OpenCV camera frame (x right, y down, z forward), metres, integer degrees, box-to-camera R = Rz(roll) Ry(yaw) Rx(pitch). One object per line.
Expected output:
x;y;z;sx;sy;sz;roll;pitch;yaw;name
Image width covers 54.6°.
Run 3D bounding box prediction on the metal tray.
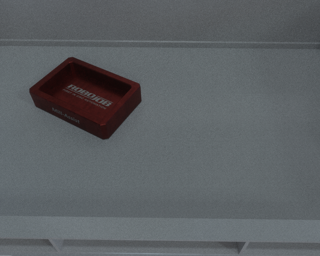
-0.104;-0.047;0.440;0.130;0.030;0.090;24;54;19;metal tray
